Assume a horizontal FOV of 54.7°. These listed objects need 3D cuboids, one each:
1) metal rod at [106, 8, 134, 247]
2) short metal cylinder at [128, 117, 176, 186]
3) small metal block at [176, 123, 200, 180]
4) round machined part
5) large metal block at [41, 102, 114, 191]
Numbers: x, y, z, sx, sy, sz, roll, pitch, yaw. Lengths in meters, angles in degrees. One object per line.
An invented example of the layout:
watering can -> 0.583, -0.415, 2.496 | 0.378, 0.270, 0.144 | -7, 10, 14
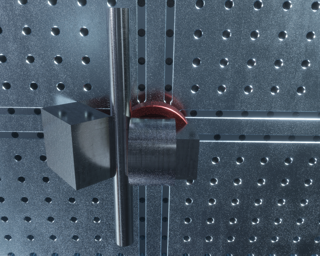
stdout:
metal rod -> -0.046, 0.015, 0.374 | 0.025, 0.025, 0.298 | 1, 110, -1
short metal cylinder -> -0.009, 0.027, 0.362 | 0.050, 0.080, 0.079 | 1, 110, -1
small metal block -> 0.030, 0.027, 0.365 | 0.025, 0.050, 0.050 | 1, 110, -1
round machined part -> -0.008, 0.011, 0.407 | 0.099, 0.042, 0.097 | 0, 110, -1
large metal block -> -0.102, 0.018, 0.383 | 0.050, 0.080, 0.079 | -16, 116, -39
